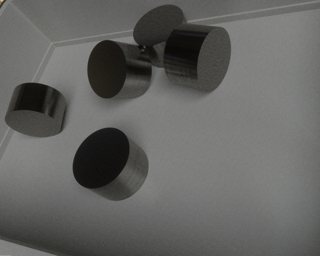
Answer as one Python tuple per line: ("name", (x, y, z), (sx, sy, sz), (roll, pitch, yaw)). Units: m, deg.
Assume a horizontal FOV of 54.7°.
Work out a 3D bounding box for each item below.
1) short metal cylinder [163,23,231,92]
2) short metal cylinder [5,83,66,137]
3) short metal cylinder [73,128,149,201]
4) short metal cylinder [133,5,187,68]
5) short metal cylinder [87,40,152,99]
("short metal cylinder", (0.049, -0.091, 0.400), (0.050, 0.080, 0.080), (20, 72, 35))
("short metal cylinder", (-0.193, -0.026, 0.485), (0.080, 0.080, 0.050), (-12, 57, 21))
("short metal cylinder", (-0.062, 0.046, 0.392), (0.080, 0.050, 0.080), (-13, 56, 20))
("short metal cylinder", (0.007, -0.139, 0.470), (0.080, 0.050, 0.080), (-13, 56, 20))
("short metal cylinder", (-0.059, -0.083, 0.446), (0.080, 0.050, 0.079), (5, 98, 38))
